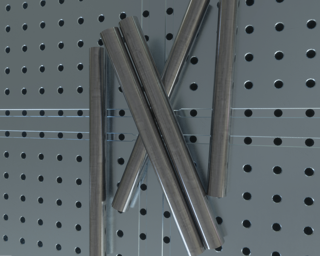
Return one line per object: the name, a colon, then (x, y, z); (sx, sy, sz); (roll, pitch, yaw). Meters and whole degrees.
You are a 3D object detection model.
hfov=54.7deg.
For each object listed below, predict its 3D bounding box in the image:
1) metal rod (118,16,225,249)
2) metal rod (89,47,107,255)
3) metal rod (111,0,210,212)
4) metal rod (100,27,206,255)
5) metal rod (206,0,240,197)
metal rod: (0.015, 0.006, 0.386); (0.025, 0.025, 0.299); (-21, 91, 18)
metal rod: (-0.088, 0.036, 0.442); (0.025, 0.025, 0.298); (0, 90, 19)
metal rod: (-0.002, -0.027, 0.412); (0.025, 0.025, 0.298); (24, 98, 18)
metal rod: (-0.008, 0.019, 0.390); (0.025, 0.025, 0.299); (-21, 92, 18)
metal rod: (0.080, -0.065, 0.384); (0.025, 0.025, 0.298); (4, 91, 19)
